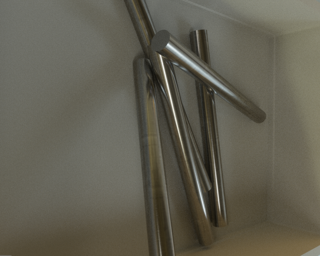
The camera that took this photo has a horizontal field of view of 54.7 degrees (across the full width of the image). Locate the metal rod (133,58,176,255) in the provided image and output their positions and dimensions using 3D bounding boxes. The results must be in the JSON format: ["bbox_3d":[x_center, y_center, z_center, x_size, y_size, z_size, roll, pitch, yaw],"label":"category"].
[{"bbox_3d":[-0.006,0.052,0.325,0.025,0.025,0.299,17,54,-39],"label":"metal rod"}]

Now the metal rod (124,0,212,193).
[{"bbox_3d":[0.014,-0.042,0.420,0.025,0.025,0.298,-34,111,-35],"label":"metal rod"}]

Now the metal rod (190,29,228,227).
[{"bbox_3d":[0.076,0.005,0.472,0.025,0.025,0.298,-13,98,-40],"label":"metal rod"}]

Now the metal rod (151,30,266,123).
[{"bbox_3d":[0.090,-0.057,0.447,0.301,0.025,0.025,22,76,-50],"label":"metal rod"}]

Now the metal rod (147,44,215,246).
[{"bbox_3d":[0.033,0.034,0.419,0.025,0.025,0.298,-30,115,-36],"label":"metal rod"}]
